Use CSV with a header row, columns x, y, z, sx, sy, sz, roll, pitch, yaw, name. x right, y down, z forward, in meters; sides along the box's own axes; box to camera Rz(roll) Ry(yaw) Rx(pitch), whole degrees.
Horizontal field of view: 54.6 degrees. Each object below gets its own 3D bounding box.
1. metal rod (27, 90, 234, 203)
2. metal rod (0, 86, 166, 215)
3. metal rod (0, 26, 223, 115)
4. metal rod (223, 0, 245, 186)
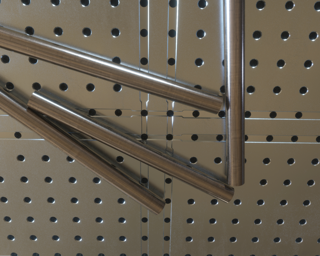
x,y,z,sx,sy,sz,roll,pitch,yaw,name
-0.032,0.030,0.423,0.301,0.025,0.025,27,108,-10,metal rod
-0.116,0.028,0.422,0.301,0.025,0.025,37,106,-13,metal rod
-0.067,-0.072,0.386,0.302,0.025,0.025,17,109,-6,metal rod
0.094,-0.063,0.390,0.025,0.025,0.298,-5,110,2,metal rod
